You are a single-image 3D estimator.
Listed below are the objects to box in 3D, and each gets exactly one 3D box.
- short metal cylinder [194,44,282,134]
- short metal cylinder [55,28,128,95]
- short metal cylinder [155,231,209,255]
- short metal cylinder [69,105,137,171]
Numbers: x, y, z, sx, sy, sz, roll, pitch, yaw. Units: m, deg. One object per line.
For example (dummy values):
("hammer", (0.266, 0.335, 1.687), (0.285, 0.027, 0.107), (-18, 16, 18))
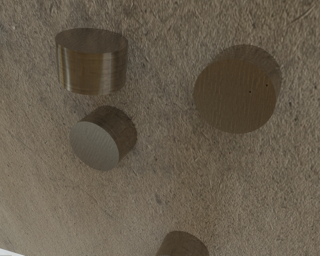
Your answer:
("short metal cylinder", (0.082, -0.041, 0.322), (0.080, 0.050, 0.079), (13, 124, 21))
("short metal cylinder", (-0.079, -0.080, 0.364), (0.080, 0.080, 0.050), (20, 126, 16))
("short metal cylinder", (0.034, 0.217, 0.507), (0.080, 0.050, 0.079), (13, 124, 21))
("short metal cylinder", (-0.080, 0.014, 0.442), (0.080, 0.050, 0.079), (13, 124, 21))
